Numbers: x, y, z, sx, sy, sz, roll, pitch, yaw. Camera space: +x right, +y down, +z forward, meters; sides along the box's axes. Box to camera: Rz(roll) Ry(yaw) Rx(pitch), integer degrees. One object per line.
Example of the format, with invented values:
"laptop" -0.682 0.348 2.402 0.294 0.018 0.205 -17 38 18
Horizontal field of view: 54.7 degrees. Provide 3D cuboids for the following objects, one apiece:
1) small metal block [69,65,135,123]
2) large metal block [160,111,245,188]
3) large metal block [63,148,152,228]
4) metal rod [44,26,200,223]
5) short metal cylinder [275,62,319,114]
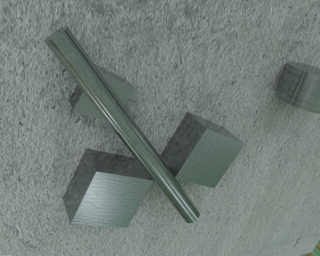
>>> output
"small metal block" -0.065 -0.038 0.348 0.050 0.025 0.050 24 105 -37
"large metal block" 0.059 0.033 0.444 0.080 0.050 0.080 20 108 -36
"large metal block" -0.069 0.080 0.403 0.081 0.050 0.080 16 110 -35
"metal rod" -0.024 0.020 0.360 0.025 0.025 0.299 -36 123 -4
"short metal cylinder" 0.217 -0.060 0.453 0.081 0.080 0.050 0 119 -29
